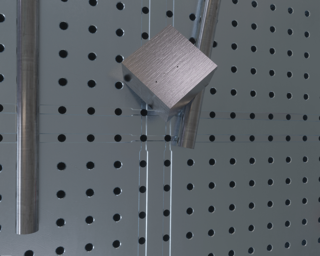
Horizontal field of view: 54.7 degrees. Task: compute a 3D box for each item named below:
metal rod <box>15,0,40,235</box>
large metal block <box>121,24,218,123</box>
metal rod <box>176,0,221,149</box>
[{"bbox_3d":[-0.152,-0.031,0.356,0.025,0.025,0.298,0,90,-20],"label":"metal rod"},{"bbox_3d":[0.010,-0.068,0.388,0.080,0.050,0.080,-43,80,-15],"label":"large metal block"},{"bbox_3d":[0.062,-0.119,0.435,0.025,0.025,0.298,12,86,-20],"label":"metal rod"}]
